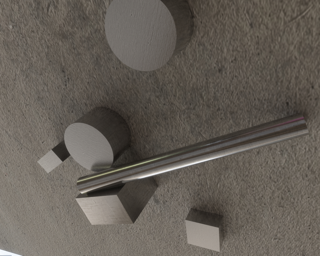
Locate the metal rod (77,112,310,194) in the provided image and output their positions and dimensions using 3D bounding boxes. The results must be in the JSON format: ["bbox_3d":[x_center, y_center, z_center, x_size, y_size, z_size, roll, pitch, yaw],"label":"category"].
[{"bbox_3d":[0.021,0.038,0.383,0.300,0.025,0.025,-18,109,23],"label":"metal rod"}]

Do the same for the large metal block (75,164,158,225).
[{"bbox_3d":[-0.062,0.096,0.462,0.080,0.080,0.050,-13,112,33],"label":"large metal block"}]

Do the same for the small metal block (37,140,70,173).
[{"bbox_3d":[-0.160,0.040,0.498,0.050,0.050,0.025,-33,100,38],"label":"small metal block"}]

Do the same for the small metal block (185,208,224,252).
[{"bbox_3d":[0.068,0.153,0.465,0.050,0.025,0.050,6,121,24],"label":"small metal block"}]

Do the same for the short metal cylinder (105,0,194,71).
[{"bbox_3d":[-0.010,-0.107,0.329,0.080,0.050,0.079,13,124,20],"label":"short metal cylinder"}]

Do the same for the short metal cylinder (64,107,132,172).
[{"bbox_3d":[-0.088,0.016,0.445,0.080,0.050,0.079,13,124,20],"label":"short metal cylinder"}]
